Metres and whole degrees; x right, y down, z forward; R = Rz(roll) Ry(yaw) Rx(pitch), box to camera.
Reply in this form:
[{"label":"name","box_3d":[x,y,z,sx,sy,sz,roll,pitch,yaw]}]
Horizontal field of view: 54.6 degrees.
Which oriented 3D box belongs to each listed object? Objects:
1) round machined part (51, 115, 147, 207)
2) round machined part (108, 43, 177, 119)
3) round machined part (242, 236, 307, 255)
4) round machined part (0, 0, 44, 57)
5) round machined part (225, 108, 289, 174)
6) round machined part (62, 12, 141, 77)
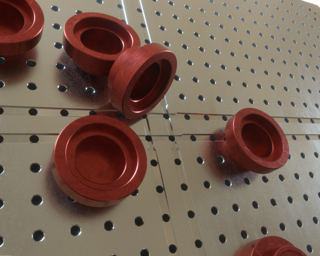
[{"label":"round machined part","box_3d":[-0.067,0.038,0.338,0.099,0.042,0.098,13,56,-21]},{"label":"round machined part","box_3d":[-0.026,-0.063,0.389,0.042,0.097,0.099,38,49,21]},{"label":"round machined part","box_3d":[0.147,0.178,0.367,0.099,0.042,0.098,13,56,-21]},{"label":"round machined part","box_3d":[-0.192,-0.124,0.369,0.099,0.042,0.098,13,56,-21]},{"label":"round machined part","box_3d":[0.137,0.022,0.456,0.099,0.042,0.098,13,56,-21]},{"label":"round machined part","box_3d":[-0.079,-0.107,0.413,0.099,0.042,0.098,12,49,-14]}]
